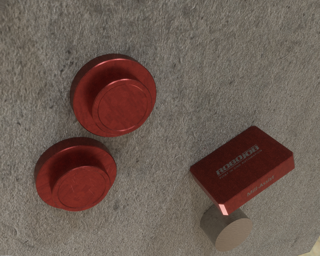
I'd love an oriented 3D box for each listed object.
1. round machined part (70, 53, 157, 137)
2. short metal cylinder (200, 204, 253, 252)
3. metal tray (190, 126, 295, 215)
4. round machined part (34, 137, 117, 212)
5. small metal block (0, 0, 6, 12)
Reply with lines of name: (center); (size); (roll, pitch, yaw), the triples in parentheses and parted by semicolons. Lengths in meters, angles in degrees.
round machined part: (-0.048, -0.031, 0.352); (0.099, 0.042, 0.097); (-14, 125, -21)
short metal cylinder: (0.122, 0.180, 0.571); (0.081, 0.050, 0.079); (-14, 125, -21)
metal tray: (0.123, 0.060, 0.471); (0.131, 0.090, 0.030); (-33, 129, -8)
round machined part: (-0.100, 0.063, 0.381); (0.099, 0.042, 0.097); (-14, 125, -21)
small metal block: (-0.146, -0.116, 0.239); (0.050, 0.050, 0.025); (12, 112, -34)
